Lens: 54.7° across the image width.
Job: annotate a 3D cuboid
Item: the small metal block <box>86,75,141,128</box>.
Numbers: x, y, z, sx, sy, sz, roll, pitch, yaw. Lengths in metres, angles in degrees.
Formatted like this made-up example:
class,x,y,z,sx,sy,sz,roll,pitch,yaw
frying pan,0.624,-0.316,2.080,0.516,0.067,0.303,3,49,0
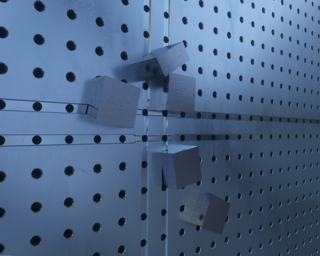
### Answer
class,x,y,z,sx,sy,sz,roll,pitch,yaw
small metal block,-0.054,-0.029,0.365,0.050,0.025,0.050,16,80,-39

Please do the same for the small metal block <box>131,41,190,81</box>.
class,x,y,z,sx,sy,sz,roll,pitch,yaw
small metal block,0.001,-0.085,0.395,0.050,0.050,0.025,-39,114,-33

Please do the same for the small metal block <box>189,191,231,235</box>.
class,x,y,z,sx,sy,sz,roll,pitch,yaw
small metal block,0.078,0.131,0.478,0.050,0.025,0.050,34,69,-35

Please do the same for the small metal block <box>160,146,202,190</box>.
class,x,y,z,sx,sy,sz,roll,pitch,yaw
small metal block,0.031,0.054,0.437,0.050,0.025,0.050,-12,98,-40

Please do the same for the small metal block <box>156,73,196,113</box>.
class,x,y,z,sx,sy,sz,roll,pitch,yaw
small metal block,0.023,-0.047,0.430,0.050,0.025,0.050,4,88,-40
